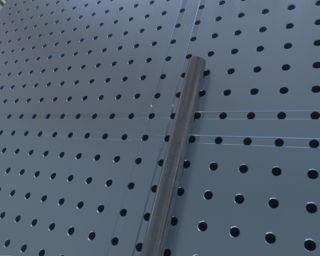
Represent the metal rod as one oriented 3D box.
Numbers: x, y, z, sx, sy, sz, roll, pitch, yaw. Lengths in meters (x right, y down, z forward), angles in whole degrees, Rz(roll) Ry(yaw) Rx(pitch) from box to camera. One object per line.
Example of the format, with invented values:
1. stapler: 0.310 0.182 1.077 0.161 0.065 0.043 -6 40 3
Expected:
1. metal rod: 0.018 0.038 0.376 0.025 0.025 0.300 1 62 28
